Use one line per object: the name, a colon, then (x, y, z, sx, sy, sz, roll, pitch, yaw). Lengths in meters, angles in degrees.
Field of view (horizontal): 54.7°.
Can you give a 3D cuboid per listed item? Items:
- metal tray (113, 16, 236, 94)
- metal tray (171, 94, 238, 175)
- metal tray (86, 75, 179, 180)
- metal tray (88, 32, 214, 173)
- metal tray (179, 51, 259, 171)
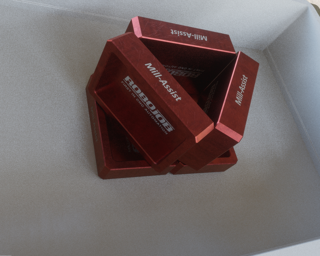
metal tray: (0.015, -0.082, 0.380, 0.131, 0.090, 0.030, 2, 62, -27)
metal tray: (0.045, -0.004, 0.427, 0.091, 0.030, 0.130, 1, 60, -27)
metal tray: (-0.037, -0.005, 0.385, 0.091, 0.030, 0.130, 0, 61, -28)
metal tray: (-0.016, -0.023, 0.329, 0.130, 0.090, 0.030, 49, 52, 6)
metal tray: (0.070, -0.021, 0.373, 0.030, 0.090, 0.130, 31, 52, -8)
